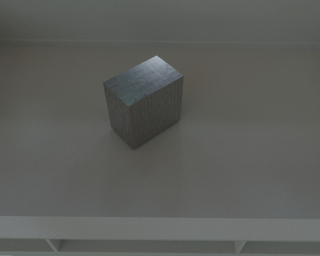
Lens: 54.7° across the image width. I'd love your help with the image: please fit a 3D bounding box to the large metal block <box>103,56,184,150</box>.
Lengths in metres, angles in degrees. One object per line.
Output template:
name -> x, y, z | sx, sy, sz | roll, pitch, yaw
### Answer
large metal block -> -0.019, -0.032, 0.392 | 0.081, 0.080, 0.050 | -33, 58, -25
